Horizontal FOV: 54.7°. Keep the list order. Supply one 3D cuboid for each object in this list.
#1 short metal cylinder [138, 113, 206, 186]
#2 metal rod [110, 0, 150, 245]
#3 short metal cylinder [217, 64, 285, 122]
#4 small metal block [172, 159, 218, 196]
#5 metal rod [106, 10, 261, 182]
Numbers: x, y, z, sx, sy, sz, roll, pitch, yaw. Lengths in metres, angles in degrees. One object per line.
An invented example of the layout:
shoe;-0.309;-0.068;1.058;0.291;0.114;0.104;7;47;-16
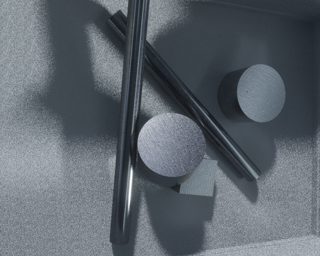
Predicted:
short metal cylinder;0.012;0.028;0.386;0.081;0.050;0.080;2;67;-4
metal rod;-0.038;-0.005;0.381;0.025;0.025;0.298;3;95;-20
short metal cylinder;0.131;-0.048;0.447;0.081;0.050;0.079;0;90;-21
small metal block;0.048;0.066;0.430;0.050;0.025;0.050;10;87;-20
metal rod;0.041;-0.034;0.426;0.300;0.025;0.025;47;75;-15
